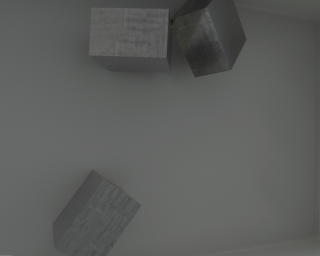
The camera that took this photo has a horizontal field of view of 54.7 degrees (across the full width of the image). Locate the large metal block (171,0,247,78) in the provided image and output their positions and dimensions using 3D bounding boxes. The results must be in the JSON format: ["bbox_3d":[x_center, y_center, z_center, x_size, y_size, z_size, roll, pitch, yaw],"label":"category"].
[{"bbox_3d":[0.064,-0.123,0.392,0.080,0.050,0.080,60,43,-29],"label":"large metal block"}]

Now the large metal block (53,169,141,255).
[{"bbox_3d":[-0.075,0.099,0.354,0.050,0.080,0.080,39,78,-16],"label":"large metal block"}]

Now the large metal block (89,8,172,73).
[{"bbox_3d":[-0.029,-0.097,0.356,0.080,0.080,0.050,3,89,5],"label":"large metal block"}]
